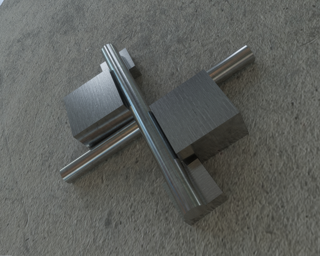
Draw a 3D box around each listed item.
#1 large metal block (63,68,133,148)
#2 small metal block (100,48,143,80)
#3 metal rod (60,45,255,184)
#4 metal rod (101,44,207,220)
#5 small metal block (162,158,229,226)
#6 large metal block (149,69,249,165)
[{"bbox_3d":[-0.084,-0.026,0.447,0.080,0.050,0.080,-32,52,7],"label":"large metal block"},{"bbox_3d":[-0.063,-0.093,0.496,0.050,0.025,0.050,-32,52,7],"label":"small metal block"},{"bbox_3d":[-0.007,-0.015,0.419,0.300,0.025,0.025,-34,52,6],"label":"metal rod"},{"bbox_3d":[-0.023,-0.020,0.396,0.025,0.025,0.300,-34,51,6],"label":"metal rod"},{"bbox_3d":[0.038,0.071,0.343,0.050,0.025,0.050,-37,51,3],"label":"small metal block"},{"bbox_3d":[0.046,-0.010,0.371,0.080,0.050,0.080,-34,51,6],"label":"large metal block"}]
